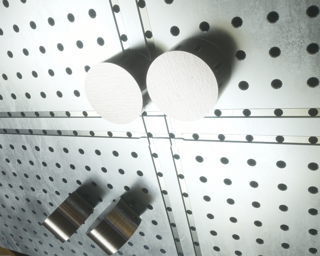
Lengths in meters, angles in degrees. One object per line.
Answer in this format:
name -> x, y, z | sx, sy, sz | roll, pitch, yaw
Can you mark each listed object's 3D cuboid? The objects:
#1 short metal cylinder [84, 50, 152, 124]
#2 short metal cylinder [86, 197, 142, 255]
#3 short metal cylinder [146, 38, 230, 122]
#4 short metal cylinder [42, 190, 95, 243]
short metal cylinder -> -0.046, -0.051, 0.388 | 0.080, 0.050, 0.079 | 13, 124, 21
short metal cylinder -> -0.076, 0.162, 0.517 | 0.050, 0.080, 0.080 | 45, 129, -3
short metal cylinder -> 0.032, -0.054, 0.345 | 0.080, 0.050, 0.079 | 13, 124, 21
short metal cylinder -> -0.165, 0.159, 0.561 | 0.050, 0.080, 0.080 | 44, 129, -2
